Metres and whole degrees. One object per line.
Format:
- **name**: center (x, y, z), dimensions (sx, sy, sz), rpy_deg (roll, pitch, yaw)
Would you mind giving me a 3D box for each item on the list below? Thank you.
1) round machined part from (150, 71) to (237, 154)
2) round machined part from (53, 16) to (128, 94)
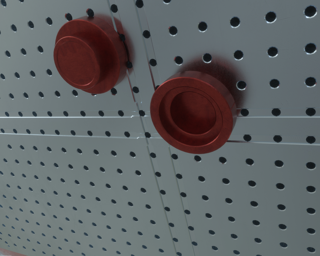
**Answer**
- **round machined part**: center (0.042, -0.021, 0.364), dimensions (0.098, 0.042, 0.097), rpy_deg (13, 124, 20)
- **round machined part**: center (-0.094, -0.088, 0.394), dimensions (0.098, 0.042, 0.097), rpy_deg (13, 124, 20)
